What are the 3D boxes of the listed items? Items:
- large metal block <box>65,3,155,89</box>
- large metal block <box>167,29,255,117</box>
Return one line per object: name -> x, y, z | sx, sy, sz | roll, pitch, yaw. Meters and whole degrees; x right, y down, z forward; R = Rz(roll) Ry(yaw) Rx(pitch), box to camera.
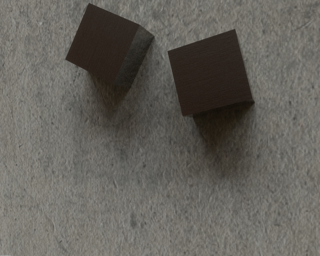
large metal block -> -0.067, -0.109, 0.418 | 0.080, 0.050, 0.080 | 28, 99, 17
large metal block -> 0.063, -0.061, 0.373 | 0.080, 0.050, 0.080 | -14, 85, 19
